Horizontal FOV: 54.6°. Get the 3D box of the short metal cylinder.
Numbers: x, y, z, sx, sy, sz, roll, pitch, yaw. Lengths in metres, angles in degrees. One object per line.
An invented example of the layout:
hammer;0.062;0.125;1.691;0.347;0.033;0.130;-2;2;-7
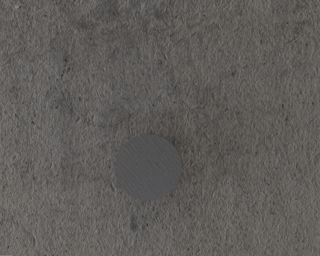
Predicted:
short metal cylinder;-0.014;0.047;0.397;0.080;0.050;0.080;0;90;0
